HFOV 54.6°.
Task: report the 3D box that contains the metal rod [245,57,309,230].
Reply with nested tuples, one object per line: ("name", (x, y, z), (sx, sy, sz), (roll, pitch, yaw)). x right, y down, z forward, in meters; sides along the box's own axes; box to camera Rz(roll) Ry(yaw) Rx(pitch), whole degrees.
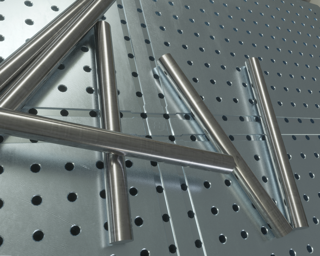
("metal rod", (0.181, 0.008, 0.499), (0.025, 0.025, 0.299), (9, 58, -23))

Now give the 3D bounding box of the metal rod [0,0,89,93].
("metal rod", (-0.151, -0.106, 0.391), (0.025, 0.025, 0.301), (33, 51, -7))

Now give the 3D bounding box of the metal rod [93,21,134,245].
("metal rod", (-0.062, -0.015, 0.383), (0.025, 0.025, 0.299), (5, 60, -26))

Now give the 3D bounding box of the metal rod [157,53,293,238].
("metal rod", (0.085, 0.017, 0.443), (0.025, 0.025, 0.299), (-24, 75, -36))

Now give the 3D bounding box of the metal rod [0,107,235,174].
("metal rod", (-0.050, 0.016, 0.337), (0.302, 0.025, 0.025), (13, 57, -22))

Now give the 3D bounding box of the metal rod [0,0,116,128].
("metal rod", (-0.130, -0.088, 0.380), (0.025, 0.025, 0.301), (32, 55, -8))
